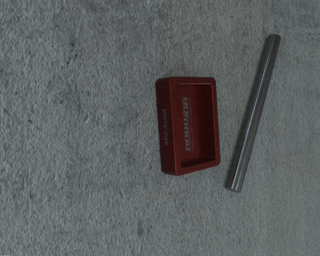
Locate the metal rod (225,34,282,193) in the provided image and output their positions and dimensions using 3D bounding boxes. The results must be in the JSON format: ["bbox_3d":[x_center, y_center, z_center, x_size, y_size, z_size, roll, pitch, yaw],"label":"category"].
[{"bbox_3d":[0.168,-0.034,0.544,0.025,0.025,0.299,32,70,-36],"label":"metal rod"}]

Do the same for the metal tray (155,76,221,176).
[{"bbox_3d":[0.042,-0.005,0.435,0.091,0.030,0.129,-7,95,-40],"label":"metal tray"}]
